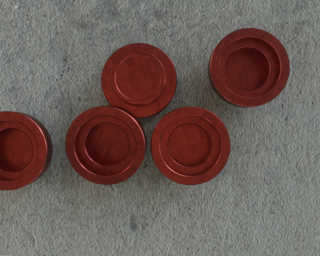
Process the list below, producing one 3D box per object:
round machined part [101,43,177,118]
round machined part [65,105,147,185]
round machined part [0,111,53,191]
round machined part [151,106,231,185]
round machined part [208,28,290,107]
[{"bbox_3d":[-0.027,-0.062,0.401,0.099,0.042,0.097,0,90,0],"label":"round machined part"},{"bbox_3d":[-0.066,0.019,0.397,0.099,0.042,0.097,0,97,3],"label":"round machined part"},{"bbox_3d":[-0.188,0.028,0.400,0.099,0.042,0.097,0,90,0],"label":"round machined part"},{"bbox_3d":[0.038,0.022,0.402,0.099,0.042,0.097,0,90,0],"label":"round machined part"},{"bbox_3d":[0.111,-0.075,0.402,0.099,0.042,0.097,0,90,0],"label":"round machined part"}]
